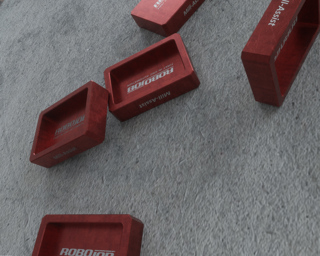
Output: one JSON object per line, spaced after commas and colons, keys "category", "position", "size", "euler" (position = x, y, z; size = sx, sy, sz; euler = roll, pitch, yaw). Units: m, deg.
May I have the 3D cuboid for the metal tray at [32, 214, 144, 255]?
{"category": "metal tray", "position": [-0.088, 0.148, 0.355], "size": [0.130, 0.030, 0.090], "euler": [-7, 58, 24]}

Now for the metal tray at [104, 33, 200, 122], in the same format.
{"category": "metal tray", "position": [-0.016, -0.074, 0.454], "size": [0.130, 0.030, 0.090], "euler": [-24, 53, 13]}

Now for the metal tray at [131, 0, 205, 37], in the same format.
{"category": "metal tray", "position": [0.024, -0.218, 0.522], "size": [0.090, 0.030, 0.130], "euler": [34, 81, 38]}

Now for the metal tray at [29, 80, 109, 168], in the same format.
{"category": "metal tray", "position": [-0.133, -0.003, 0.451], "size": [0.130, 0.030, 0.090], "euler": [-24, 52, 31]}

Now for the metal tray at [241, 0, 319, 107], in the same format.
{"category": "metal tray", "position": [0.142, -0.101, 0.349], "size": [0.030, 0.090, 0.130], "euler": [22, 73, 36]}
